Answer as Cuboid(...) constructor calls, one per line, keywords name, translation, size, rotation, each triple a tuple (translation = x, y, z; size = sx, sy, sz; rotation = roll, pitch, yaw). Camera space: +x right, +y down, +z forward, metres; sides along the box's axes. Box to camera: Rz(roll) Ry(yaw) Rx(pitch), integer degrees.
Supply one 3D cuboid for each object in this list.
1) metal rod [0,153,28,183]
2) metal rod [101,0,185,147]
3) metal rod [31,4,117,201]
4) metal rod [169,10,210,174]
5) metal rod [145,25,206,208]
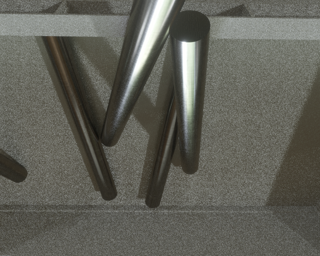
Cuboid(name="metal rod", translation=(-0.231, 0.008, 0.336), size=(0.025, 0.025, 0.299), rotation=(-6, 154, 5))
Cuboid(name="metal rod", translation=(-0.033, -0.029, 0.285), size=(0.025, 0.025, 0.299), rotation=(13, 161, -11))
Cuboid(name="metal rod", translation=(-0.098, -0.006, 0.402), size=(0.025, 0.025, 0.298), rotation=(-5, 130, 4))
Cuboid(name="metal rod", translation=(0.031, -0.002, 0.324), size=(0.025, 0.025, 0.299), rotation=(-4, 156, 4))
Cuboid(name="metal rod", translation=(0.012, 0.010, 0.417), size=(0.025, 0.025, 0.298), rotation=(7, 130, -6))
